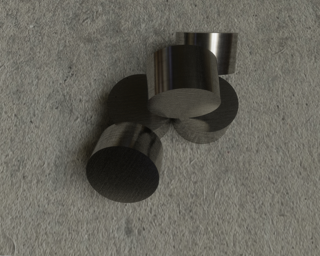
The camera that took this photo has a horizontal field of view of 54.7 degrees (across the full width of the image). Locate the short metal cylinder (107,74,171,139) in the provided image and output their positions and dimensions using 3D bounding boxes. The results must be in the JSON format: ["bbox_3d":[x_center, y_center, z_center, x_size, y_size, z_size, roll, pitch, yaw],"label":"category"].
[{"bbox_3d":[-0.024,-0.023,0.403,0.081,0.050,0.080,0,70,0],"label":"short metal cylinder"}]

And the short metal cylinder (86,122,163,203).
[{"bbox_3d":[-0.038,0.040,0.358,0.080,0.079,0.050,7,31,2],"label":"short metal cylinder"}]

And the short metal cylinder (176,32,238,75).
[{"bbox_3d":[0.061,-0.101,0.410,0.081,0.080,0.050,1,108,0],"label":"short metal cylinder"}]

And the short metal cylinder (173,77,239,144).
[{"bbox_3d":[0.057,-0.024,0.405,0.081,0.050,0.080,0,70,0],"label":"short metal cylinder"}]

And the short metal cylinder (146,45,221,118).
[{"bbox_3d":[0.025,-0.048,0.345,0.081,0.080,0.050,-1,70,-1],"label":"short metal cylinder"}]
